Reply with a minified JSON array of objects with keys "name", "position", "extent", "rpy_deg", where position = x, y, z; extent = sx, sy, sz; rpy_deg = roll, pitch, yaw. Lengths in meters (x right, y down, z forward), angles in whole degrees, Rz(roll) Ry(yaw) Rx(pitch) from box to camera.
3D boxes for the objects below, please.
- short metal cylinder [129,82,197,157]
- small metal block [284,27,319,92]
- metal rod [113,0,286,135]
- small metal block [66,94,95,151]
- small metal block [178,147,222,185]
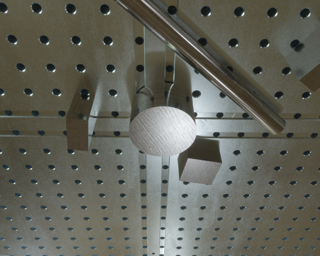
[{"name":"short metal cylinder","position":[0.003,-0.010,0.387],"extent":[0.081,0.050,0.079],"rpy_deg":[0,130,0]},{"name":"small metal block","position":[0.170,-0.075,0.334],"extent":[0.025,0.050,0.050],"rpy_deg":[30,124,-24]},{"name":"metal rod","position":[0.044,-0.078,0.346],"extent":[0.301,0.025,0.025],"rpy_deg":[34,122,-26]},{"name":"small metal block","position":[-0.098,-0.007,0.388],"extent":[0.025,0.050,0.050],"rpy_deg":[6,130,-6]},{"name":"small metal block","position":[0.059,0.056,0.461],"extent":[0.050,0.025,0.050],"rpy_deg":[9,130,-8]}]
